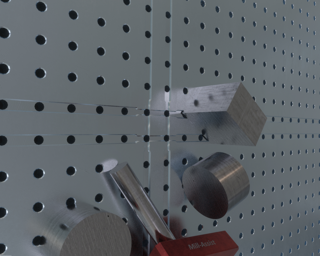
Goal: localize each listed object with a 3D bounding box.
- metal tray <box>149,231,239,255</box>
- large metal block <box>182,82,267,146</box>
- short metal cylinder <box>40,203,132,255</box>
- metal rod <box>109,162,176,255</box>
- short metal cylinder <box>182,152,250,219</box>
[{"bbox_3d":[0.034,0.184,0.406,0.131,0.030,0.089,8,118,-40],"label":"metal tray"},{"bbox_3d":[0.095,-0.018,0.453,0.080,0.080,0.050,44,64,-31],"label":"large metal block"},{"bbox_3d":[-0.078,0.124,0.328,0.081,0.050,0.080,0,90,-40],"label":"short metal cylinder"},{"bbox_3d":[0.024,0.173,0.400,0.025,0.025,0.299,-38,105,-33],"label":"metal rod"},{"bbox_3d":[0.078,0.080,0.439,0.050,0.080,0.080,-24,105,-38],"label":"short metal cylinder"}]
